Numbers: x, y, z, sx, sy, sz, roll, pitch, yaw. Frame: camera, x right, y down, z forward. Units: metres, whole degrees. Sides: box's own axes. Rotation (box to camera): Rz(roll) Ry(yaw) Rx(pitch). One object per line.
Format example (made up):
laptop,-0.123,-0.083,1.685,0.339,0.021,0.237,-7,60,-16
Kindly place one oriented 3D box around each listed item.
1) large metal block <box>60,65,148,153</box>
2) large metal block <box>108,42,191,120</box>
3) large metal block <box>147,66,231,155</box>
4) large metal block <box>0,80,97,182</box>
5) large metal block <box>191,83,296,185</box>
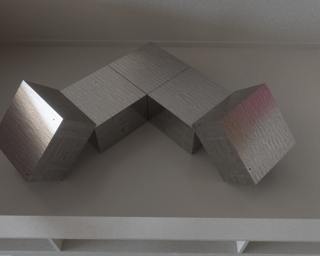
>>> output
large metal block,-0.073,-0.027,0.409,0.080,0.050,0.080,-36,59,-27
large metal block,-0.015,-0.070,0.445,0.080,0.050,0.080,-36,59,-27
large metal block,0.041,-0.025,0.408,0.080,0.050,0.080,-36,59,-27
large metal block,-0.133,0.004,0.354,0.080,0.050,0.080,39,102,27
large metal block,0.096,0.007,0.354,0.080,0.050,0.080,-36,102,-26
